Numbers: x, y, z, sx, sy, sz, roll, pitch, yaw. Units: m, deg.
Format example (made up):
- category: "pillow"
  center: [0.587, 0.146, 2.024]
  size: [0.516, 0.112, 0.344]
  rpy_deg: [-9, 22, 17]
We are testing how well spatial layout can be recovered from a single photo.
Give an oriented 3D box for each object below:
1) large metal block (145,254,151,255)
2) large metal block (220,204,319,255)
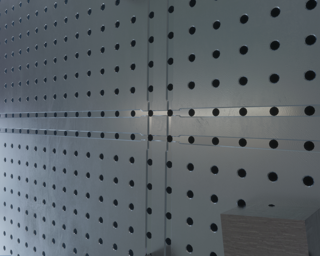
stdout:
- category: "large metal block"
  center: [-0.041, 0.233, 0.428]
  size: [0.080, 0.050, 0.080]
  rpy_deg: [-38, 67, 33]
- category: "large metal block"
  center: [0.111, 0.121, 0.302]
  size: [0.080, 0.050, 0.080]
  rpy_deg: [-8, 85, 40]
